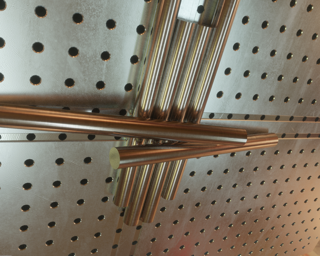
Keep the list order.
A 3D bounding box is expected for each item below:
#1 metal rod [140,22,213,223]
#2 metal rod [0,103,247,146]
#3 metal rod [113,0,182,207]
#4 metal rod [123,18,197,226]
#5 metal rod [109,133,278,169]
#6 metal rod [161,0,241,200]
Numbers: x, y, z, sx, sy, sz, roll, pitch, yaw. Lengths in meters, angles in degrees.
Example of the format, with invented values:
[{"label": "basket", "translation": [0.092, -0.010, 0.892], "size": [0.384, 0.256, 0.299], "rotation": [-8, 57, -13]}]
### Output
[{"label": "metal rod", "translation": [0.014, 0.010, 0.425], "size": [0.025, 0.025, 0.298], "rotation": [1, 118, -29]}, {"label": "metal rod", "translation": [-0.031, -0.001, 0.363], "size": [0.302, 0.025, 0.025], "rotation": [5, 116, -21]}, {"label": "metal rod", "translation": [-0.020, -0.026, 0.383], "size": [0.025, 0.025, 0.298], "rotation": [1, 118, -29]}, {"label": "metal rod", "translation": [-0.008, 0.009, 0.411], "size": [0.025, 0.025, 0.298], "rotation": [1, 118, -29]}, {"label": "metal rod", "translation": [0.070, 0.027, 0.438], "size": [0.302, 0.025, 0.025], "rotation": [-3, 120, -37]}, {"label": "metal rod", "translation": [0.048, -0.028, 0.418], "size": [0.025, 0.025, 0.298], "rotation": [1, 118, -29]}]
